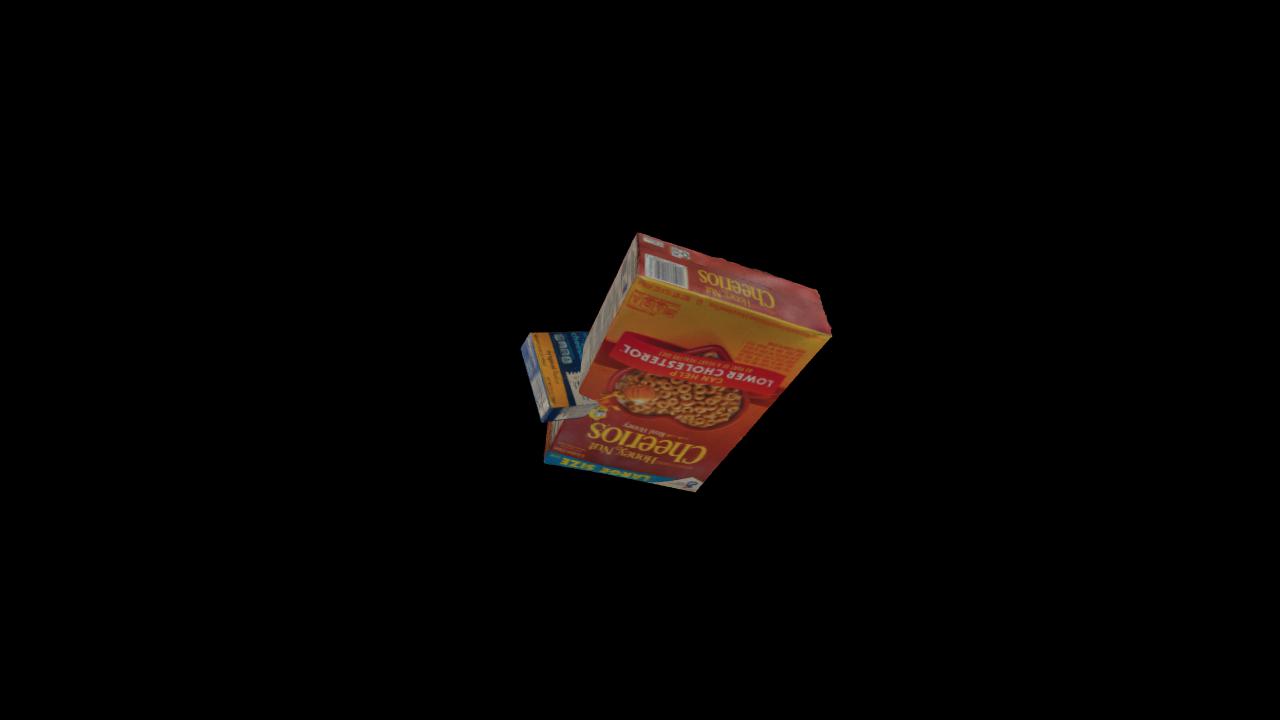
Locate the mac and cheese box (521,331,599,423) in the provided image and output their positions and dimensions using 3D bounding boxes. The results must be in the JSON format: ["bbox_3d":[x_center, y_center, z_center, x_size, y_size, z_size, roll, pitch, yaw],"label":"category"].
[{"bbox_3d":[-0.032,0.013,0.686,0.184,0.093,0.041,-4,-29,-32],"label":"mac and cheese box"}]

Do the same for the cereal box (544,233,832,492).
[{"bbox_3d":[0.033,0.026,0.670,0.203,0.081,0.306,15,-46,-17],"label":"cereal box"}]
